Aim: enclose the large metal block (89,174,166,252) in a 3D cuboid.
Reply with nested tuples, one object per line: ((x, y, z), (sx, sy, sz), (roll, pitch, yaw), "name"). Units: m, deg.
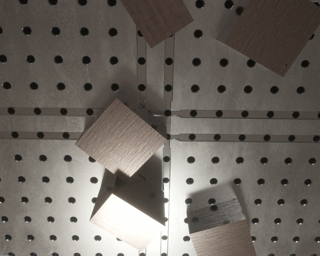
((-0.041, 0.106, 0.423), (0.080, 0.080, 0.050), (35, 106, -13), "large metal block")

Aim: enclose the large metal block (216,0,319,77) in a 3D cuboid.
((0.125, -0.117, 0.359), (0.080, 0.050, 0.080), (27, 108, -10), "large metal block")

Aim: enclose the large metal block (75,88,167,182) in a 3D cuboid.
((-0.048, 0.009, 0.403), (0.080, 0.050, 0.080), (40, 105, -14), "large metal block")

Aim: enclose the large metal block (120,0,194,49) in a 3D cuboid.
((-0.010, -0.138, 0.333), (0.050, 0.080, 0.080), (-31, 108, 10), "large metal block")

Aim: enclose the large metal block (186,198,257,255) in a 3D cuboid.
((0.092, 0.162, 0.461), (0.080, 0.050, 0.080), (-17, 109, 6), "large metal block")
